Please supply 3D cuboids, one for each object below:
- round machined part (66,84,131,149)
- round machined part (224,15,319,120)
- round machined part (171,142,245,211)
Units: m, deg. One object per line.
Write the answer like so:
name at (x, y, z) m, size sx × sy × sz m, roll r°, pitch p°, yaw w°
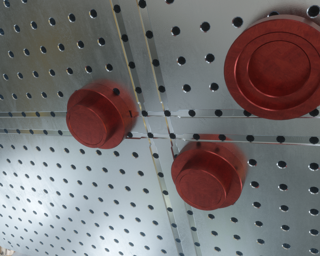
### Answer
round machined part at (-0.094, -0.010, 0.444) m, size 0.098 × 0.042 × 0.097 m, roll 13°, pitch 124°, yaw 21°
round machined part at (0.116, -0.060, 0.302) m, size 0.098 × 0.042 × 0.097 m, roll 13°, pitch 124°, yaw 21°
round machined part at (0.060, 0.071, 0.413) m, size 0.098 × 0.042 × 0.097 m, roll 13°, pitch 124°, yaw 21°
